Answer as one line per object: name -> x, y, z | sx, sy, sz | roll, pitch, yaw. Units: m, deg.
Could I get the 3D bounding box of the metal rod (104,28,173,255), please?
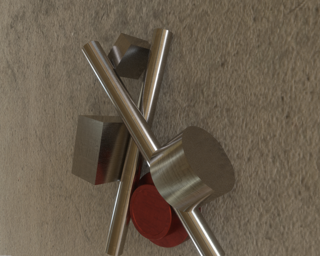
metal rod -> -0.029, 0.020, 0.408 | 0.025, 0.025, 0.298 | 15, 93, 38

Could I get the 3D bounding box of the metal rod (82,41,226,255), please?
metal rod -> -0.015, 0.019, 0.372 | 0.025, 0.025, 0.299 | -39, 75, 33

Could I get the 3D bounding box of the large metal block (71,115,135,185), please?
large metal block -> -0.068, 0.027, 0.424 | 0.050, 0.081, 0.079 | 15, 100, 39

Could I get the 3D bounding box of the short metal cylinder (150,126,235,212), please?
short metal cylinder -> 0.036, 0.045, 0.340 | 0.050, 0.081, 0.080 | -39, 67, 33

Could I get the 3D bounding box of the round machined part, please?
round machined part -> 0.000, 0.103, 0.395 | 0.098, 0.042, 0.097 | 0, 90, 39

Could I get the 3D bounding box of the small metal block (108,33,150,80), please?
small metal block -> -0.041, -0.096, 0.421 | 0.050, 0.050, 0.025 | -52, 60, 27
